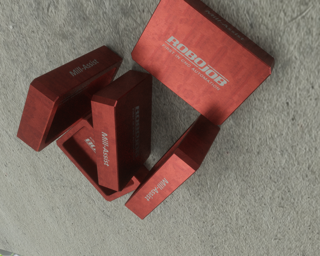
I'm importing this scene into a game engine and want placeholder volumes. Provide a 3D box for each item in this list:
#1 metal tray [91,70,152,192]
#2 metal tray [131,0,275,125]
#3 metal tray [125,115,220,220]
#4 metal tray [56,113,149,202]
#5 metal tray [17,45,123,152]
[{"bbox_3d":[-0.044,0.003,0.389,0.030,0.090,0.129,15,125,19],"label":"metal tray"},{"bbox_3d":[0.043,-0.075,0.335,0.130,0.030,0.089,39,129,1],"label":"metal tray"},{"bbox_3d":[0.014,0.049,0.388,0.030,0.090,0.129,40,129,1],"label":"metal tray"},{"bbox_3d":[-0.089,0.046,0.478,0.090,0.030,0.130,-32,101,38],"label":"metal tray"},{"bbox_3d":[-0.103,-0.039,0.369,0.030,0.131,0.089,37,129,3],"label":"metal tray"}]
